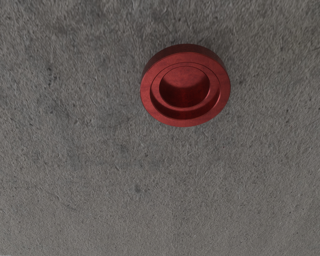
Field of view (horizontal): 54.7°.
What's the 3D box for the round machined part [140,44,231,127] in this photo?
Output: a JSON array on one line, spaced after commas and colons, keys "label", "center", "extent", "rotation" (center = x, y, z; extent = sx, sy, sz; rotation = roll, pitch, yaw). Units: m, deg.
[{"label": "round machined part", "center": [0.028, -0.051, 0.353], "extent": [0.099, 0.042, 0.097], "rotation": [0, 130, 0]}]
